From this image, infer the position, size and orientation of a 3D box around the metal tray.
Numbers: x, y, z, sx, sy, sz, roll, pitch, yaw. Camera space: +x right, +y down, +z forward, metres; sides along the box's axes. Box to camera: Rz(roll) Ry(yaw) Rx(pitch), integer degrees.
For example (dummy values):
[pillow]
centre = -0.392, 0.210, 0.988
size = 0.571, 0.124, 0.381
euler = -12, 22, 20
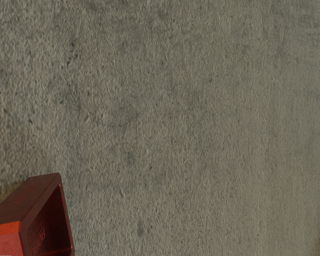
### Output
[metal tray]
centre = -0.102, 0.097, 0.254
size = 0.030, 0.130, 0.089
euler = -9, 97, -6
